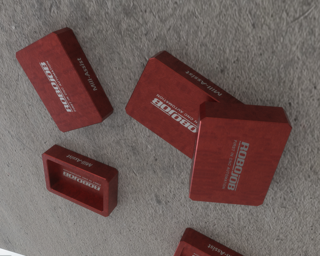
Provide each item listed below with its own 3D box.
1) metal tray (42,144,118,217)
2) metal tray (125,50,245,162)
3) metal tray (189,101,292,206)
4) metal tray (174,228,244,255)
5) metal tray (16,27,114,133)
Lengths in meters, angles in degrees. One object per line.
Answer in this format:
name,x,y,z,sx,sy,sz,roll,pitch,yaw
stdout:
metal tray,-0.136,0.090,0.531,0.130,0.030,0.089,19,126,17
metal tray,0.031,-0.020,0.375,0.130,0.030,0.089,35,129,4
metal tray,0.084,0.034,0.354,0.091,0.030,0.129,4,129,2
metal tray,0.086,0.225,0.497,0.130,0.030,0.089,25,127,12
metal tray,-0.133,-0.063,0.435,0.090,0.030,0.129,-13,112,33
